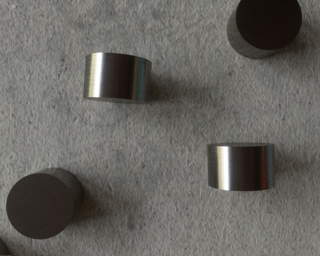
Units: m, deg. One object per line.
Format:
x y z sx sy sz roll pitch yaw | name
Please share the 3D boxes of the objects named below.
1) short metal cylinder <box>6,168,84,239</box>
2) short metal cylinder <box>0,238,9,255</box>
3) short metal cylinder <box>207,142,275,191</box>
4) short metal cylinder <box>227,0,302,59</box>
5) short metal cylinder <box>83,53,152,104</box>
-0.144 0.094 0.396 0.081 0.050 0.079 0 90 -1 | short metal cylinder
-0.245 0.178 0.394 0.081 0.050 0.079 0 90 -1 | short metal cylinder
0.100 0.045 0.384 0.081 0.080 0.050 -1 90 -1 | short metal cylinder
0.132 -0.134 0.399 0.081 0.050 0.079 0 90 -1 | short metal cylinder
-0.052 -0.058 0.382 0.081 0.080 0.050 4 90 -1 | short metal cylinder
